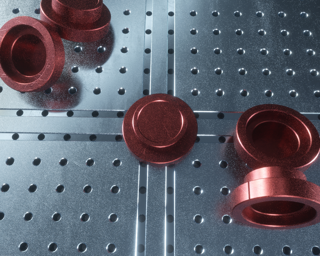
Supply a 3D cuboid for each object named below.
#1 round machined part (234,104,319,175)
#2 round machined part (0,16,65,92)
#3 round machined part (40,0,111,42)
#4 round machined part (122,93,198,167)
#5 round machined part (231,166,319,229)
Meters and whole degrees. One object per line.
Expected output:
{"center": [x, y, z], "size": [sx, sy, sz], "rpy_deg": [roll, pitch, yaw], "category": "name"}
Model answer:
{"center": [0.141, 0.020, 0.386], "size": [0.099, 0.042, 0.098], "rpy_deg": [0, 52, 0], "category": "round machined part"}
{"center": [-0.172, -0.098, 0.423], "size": [0.098, 0.042, 0.097], "rpy_deg": [2, 97, 16], "category": "round machined part"}
{"center": [-0.119, -0.171, 0.445], "size": [0.099, 0.042, 0.098], "rpy_deg": [11, 49, -13], "category": "round machined part"}
{"center": [0.000, -0.002, 0.403], "size": [0.099, 0.042, 0.098], "rpy_deg": [0, 70, 0], "category": "round machined part"}
{"center": [0.130, 0.077, 0.348], "size": [0.098, 0.098, 0.042], "rpy_deg": [6, 55, 2], "category": "round machined part"}
